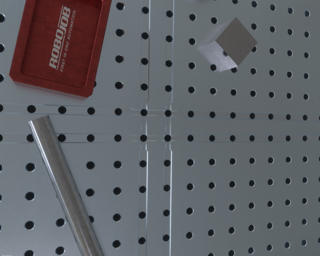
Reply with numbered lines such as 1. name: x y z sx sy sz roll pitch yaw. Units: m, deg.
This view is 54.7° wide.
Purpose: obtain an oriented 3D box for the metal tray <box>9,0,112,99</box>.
1. metal tray: -0.115 -0.107 0.367 0.091 0.030 0.129 12 86 -20

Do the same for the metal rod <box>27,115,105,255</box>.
1. metal rod: -0.093 0.129 0.378 0.025 0.025 0.298 -22 97 -19

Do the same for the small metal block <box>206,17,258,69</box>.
1. small metal block: 0.105 -0.123 0.451 0.050 0.025 0.050 44 76 -15
